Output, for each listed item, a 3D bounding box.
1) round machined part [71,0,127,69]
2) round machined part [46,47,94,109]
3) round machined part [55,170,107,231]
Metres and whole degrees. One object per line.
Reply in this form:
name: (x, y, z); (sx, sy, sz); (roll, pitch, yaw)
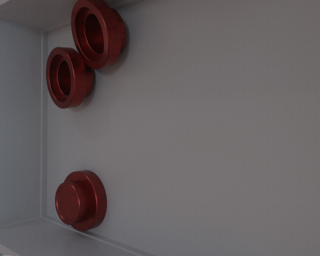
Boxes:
round machined part: (-0.086, -0.139, 0.453); (0.098, 0.042, 0.097); (27, 129, 40)
round machined part: (-0.146, -0.082, 0.509); (0.098, 0.042, 0.097); (12, 107, 45)
round machined part: (-0.135, 0.120, 0.508); (0.098, 0.042, 0.097); (0, 90, 40)
